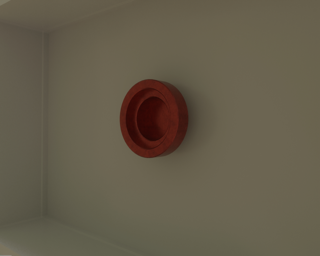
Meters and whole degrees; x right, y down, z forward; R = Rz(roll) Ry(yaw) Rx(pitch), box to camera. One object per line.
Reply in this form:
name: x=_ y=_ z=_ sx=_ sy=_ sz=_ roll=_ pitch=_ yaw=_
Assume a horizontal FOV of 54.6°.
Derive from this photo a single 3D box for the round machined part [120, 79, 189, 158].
round machined part: x=-0.003 y=-0.012 z=0.399 sx=0.098 sy=0.042 sz=0.097 roll=0 pitch=90 yaw=40
